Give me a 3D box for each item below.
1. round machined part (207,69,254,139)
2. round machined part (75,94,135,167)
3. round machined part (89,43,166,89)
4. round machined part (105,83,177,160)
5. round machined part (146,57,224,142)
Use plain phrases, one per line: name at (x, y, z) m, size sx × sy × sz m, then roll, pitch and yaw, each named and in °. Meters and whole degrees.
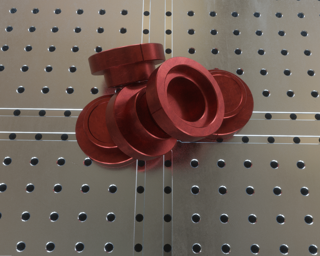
round machined part at (0.077, -0.037, 0.417) m, size 0.099 × 0.042 × 0.098 m, roll 0°, pitch 70°, yaw -1°
round machined part at (-0.061, -0.001, 0.402) m, size 0.099 × 0.042 × 0.098 m, roll 0°, pitch 70°, yaw -1°
round machined part at (-0.040, -0.078, 0.406) m, size 0.099 × 0.098 × 0.042 m, roll -12°, pitch 96°, yaw -5°
round machined part at (-0.013, -0.012, 0.382) m, size 0.099 × 0.042 × 0.098 m, roll 17°, pitch 61°, yaw -33°
round machined part at (0.025, -0.030, 0.363) m, size 0.099 × 0.042 × 0.098 m, roll 14°, pitch 65°, yaw -31°
